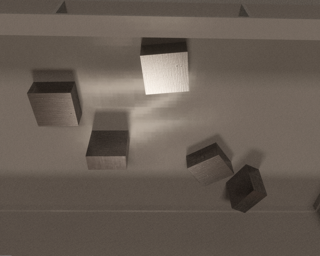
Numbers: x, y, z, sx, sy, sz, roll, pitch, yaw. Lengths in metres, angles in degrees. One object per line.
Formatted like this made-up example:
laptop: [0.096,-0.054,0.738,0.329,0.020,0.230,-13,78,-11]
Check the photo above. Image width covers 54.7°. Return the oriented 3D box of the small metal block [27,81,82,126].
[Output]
small metal block: [-0.128,-0.029,0.382,0.050,0.025,0.050,-1,130,0]

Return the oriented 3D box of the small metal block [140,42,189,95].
small metal block: [0.006,-0.067,0.352,0.050,0.025,0.050,-4,130,3]

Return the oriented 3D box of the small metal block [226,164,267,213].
small metal block: [0.131,0.093,0.474,0.025,0.050,0.050,23,126,-19]

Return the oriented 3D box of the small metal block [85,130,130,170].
small metal block: [-0.069,0.029,0.416,0.050,0.050,0.025,0,130,-1]

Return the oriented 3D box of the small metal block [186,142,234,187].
small metal block: [0.074,0.055,0.457,0.050,0.025,0.050,-27,125,21]
